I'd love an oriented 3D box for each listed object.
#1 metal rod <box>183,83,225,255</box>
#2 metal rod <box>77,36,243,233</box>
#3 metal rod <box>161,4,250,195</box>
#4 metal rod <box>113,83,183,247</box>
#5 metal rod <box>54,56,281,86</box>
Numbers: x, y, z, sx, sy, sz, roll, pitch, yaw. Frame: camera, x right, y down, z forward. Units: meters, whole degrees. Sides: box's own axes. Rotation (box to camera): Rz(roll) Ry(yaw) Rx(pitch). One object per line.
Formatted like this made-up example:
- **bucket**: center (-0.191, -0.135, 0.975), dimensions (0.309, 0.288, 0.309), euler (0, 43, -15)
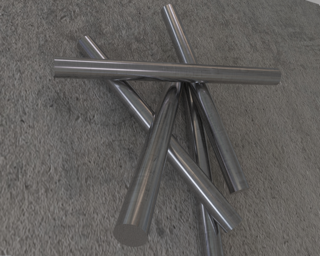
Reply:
- **metal rod**: center (0.054, 0.062, 0.395), dimensions (0.025, 0.025, 0.299), euler (10, 57, -23)
- **metal rod**: center (-0.010, -0.003, 0.382), dimensions (0.025, 0.025, 0.300), euler (-28, 72, -37)
- **metal rod**: center (0.055, -0.055, 0.433), dimensions (0.025, 0.025, 0.299), euler (-4, 64, -30)
- **metal rod**: center (0.003, -0.003, 0.346), dimensions (0.025, 0.025, 0.301), euler (30, 33, -9)
- **metal rod**: center (0.023, -0.072, 0.401), dimensions (0.302, 0.025, 0.025), euler (-1, 62, -18)
